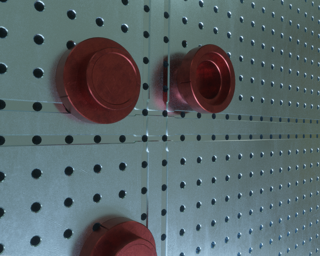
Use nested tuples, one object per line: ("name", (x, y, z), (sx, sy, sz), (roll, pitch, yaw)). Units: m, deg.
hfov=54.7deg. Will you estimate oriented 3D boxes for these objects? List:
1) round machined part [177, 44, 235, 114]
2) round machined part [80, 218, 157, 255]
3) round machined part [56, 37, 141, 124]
("round machined part", (0.063, -0.070, 0.454), (0.099, 0.042, 0.097), (0, 90, -40))
("round machined part", (-0.042, 0.160, 0.365), (0.099, 0.042, 0.097), (0, 90, -40))
("round machined part", (-0.061, -0.053, 0.348), (0.099, 0.042, 0.097), (0, 90, -40))
